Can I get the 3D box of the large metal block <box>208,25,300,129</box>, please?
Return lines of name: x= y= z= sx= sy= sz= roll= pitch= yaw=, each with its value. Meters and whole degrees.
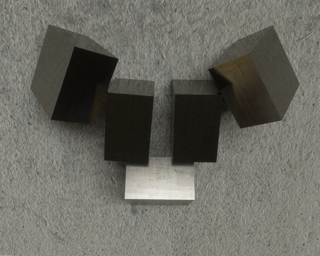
large metal block: x=0.111 y=-0.058 z=0.355 sx=0.050 sy=0.080 sz=0.080 roll=-15 pitch=114 yaw=45

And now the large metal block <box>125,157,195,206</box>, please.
large metal block: x=0.000 y=0.071 z=0.401 sx=0.081 sy=0.080 sz=0.050 roll=1 pitch=71 yaw=-1

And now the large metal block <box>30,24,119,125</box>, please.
large metal block: x=-0.100 y=-0.060 z=0.349 sx=0.050 sy=0.080 sz=0.079 roll=7 pitch=115 yaw=-42

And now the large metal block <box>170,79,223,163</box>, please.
large metal block: x=0.040 y=-0.012 z=0.378 sx=0.050 sy=0.080 sz=0.079 roll=1 pitch=110 yaw=-1

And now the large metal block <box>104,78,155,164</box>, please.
large metal block: x=-0.035 y=-0.012 z=0.377 sx=0.050 sy=0.080 sz=0.079 roll=5 pitch=110 yaw=-2
